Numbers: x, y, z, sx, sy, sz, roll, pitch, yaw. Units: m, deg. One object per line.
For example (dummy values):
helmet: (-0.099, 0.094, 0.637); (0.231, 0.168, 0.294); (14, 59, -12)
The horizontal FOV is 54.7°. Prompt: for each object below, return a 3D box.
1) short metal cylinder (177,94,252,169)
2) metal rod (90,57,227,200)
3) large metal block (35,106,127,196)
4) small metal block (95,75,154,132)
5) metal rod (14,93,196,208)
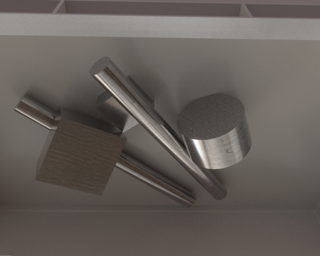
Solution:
short metal cylinder: (0.066, 0.003, 0.377); (0.080, 0.080, 0.050); (-15, 129, 12)
metal rod: (0.019, 0.022, 0.403); (0.025, 0.025, 0.300); (-26, 133, 20)
large metal block: (-0.098, 0.029, 0.384); (0.080, 0.050, 0.080); (21, 100, -25)
small metal block: (-0.042, -0.029, 0.384); (0.050, 0.025, 0.050); (-30, 124, 22)
metal rod: (-0.061, 0.044, 0.445); (0.301, 0.025, 0.025); (34, 122, -26)
